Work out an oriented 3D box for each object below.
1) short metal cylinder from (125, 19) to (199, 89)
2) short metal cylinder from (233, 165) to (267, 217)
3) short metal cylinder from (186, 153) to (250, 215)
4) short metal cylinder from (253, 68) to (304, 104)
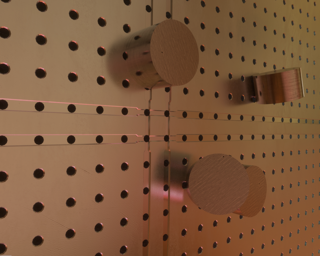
[{"bbox_3d":[0.004,-0.092,0.395,0.081,0.050,0.079,0,90,-40],"label":"short metal cylinder"},{"bbox_3d":[0.128,0.098,0.500,0.081,0.050,0.079,0,90,-40],"label":"short metal cylinder"},{"bbox_3d":[0.078,0.077,0.432,0.081,0.050,0.080,0,80,-1],"label":"short metal cylinder"},{"bbox_3d":[0.209,-0.075,0.547,0.081,0.080,0.050,-20,103,-38],"label":"short metal cylinder"}]
